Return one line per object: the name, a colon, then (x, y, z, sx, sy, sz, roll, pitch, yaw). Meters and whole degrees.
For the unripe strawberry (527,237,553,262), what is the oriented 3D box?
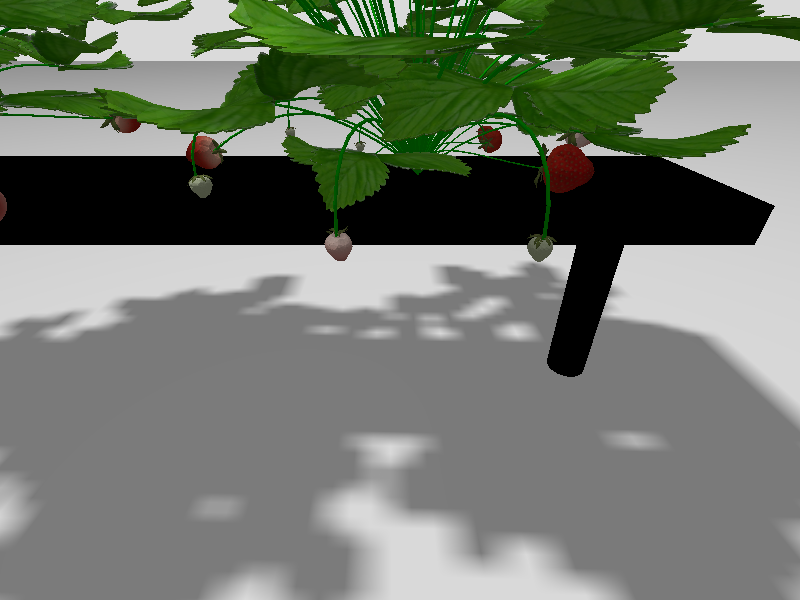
unripe strawberry: (0.069, -0.025, 0.197, 0.012, 0.012, 0.012, -9, 34, -15)

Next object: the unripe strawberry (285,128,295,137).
unripe strawberry: (-0.121, -0.183, 0.441, 0.010, 0.011, 0.011, 25, 40, 34)

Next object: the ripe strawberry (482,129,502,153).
ripe strawberry: (0.095, -0.162, 0.408, 0.020, 0.023, 0.022, 28, 41, 36)

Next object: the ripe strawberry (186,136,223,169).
ripe strawberry: (-0.175, -0.130, 0.355, 0.030, 0.029, 0.027, -5, 32, 10)

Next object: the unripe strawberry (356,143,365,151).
unripe strawberry: (-0.041, -0.158, 0.414, 0.009, 0.010, 0.010, -20, 37, -28)

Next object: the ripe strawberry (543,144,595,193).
ripe strawberry: (0.122, -0.094, 0.290, 0.035, 0.034, 0.038, 16, 36, 22)

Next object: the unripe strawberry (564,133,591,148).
unripe strawberry: (0.193, -0.179, 0.421, 0.035, 0.036, 0.032, -17, 36, -25)

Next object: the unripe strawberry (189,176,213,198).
unripe strawberry: (-0.144, -0.082, 0.292, 0.015, 0.015, 0.014, -11, 34, -17)

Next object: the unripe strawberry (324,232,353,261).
unripe strawberry: (-0.031, -0.027, 0.204, 0.014, 0.015, 0.015, 9, 33, 13)

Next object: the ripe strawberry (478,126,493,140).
ripe strawberry: (0.097, -0.184, 0.446, 0.021, 0.019, 0.019, 19, 15, 27)

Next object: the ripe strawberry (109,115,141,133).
ripe strawberry: (-0.340, -0.231, 0.498, 0.036, 0.041, 0.040, 15, 35, 22)

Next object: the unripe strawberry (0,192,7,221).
unripe strawberry: (-0.251, -0.058, 0.235, 0.031, 0.032, 0.029, 20, 37, 27)
